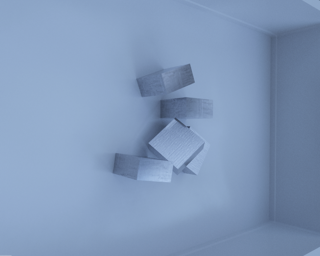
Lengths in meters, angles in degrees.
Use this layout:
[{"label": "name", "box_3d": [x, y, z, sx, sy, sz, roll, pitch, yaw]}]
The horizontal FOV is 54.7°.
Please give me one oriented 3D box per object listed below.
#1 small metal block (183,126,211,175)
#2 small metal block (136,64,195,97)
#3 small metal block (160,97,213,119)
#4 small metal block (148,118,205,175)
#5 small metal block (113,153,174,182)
[{"label": "small metal block", "box_3d": [0.039, 0.032, 0.439, 0.050, 0.025, 0.050, 41, 65, -33]}, {"label": "small metal block", "box_3d": [0.007, -0.061, 0.396, 0.050, 0.050, 0.025, -27, 107, -37]}, {"label": "small metal block", "box_3d": [0.036, -0.026, 0.420, 0.050, 0.050, 0.025, 1, 89, -40]}, {"label": "small metal block", "box_3d": [0.021, 0.023, 0.400, 0.050, 0.050, 0.025, -43, 160, -18]}, {"label": "small metal block", "box_3d": [-0.020, 0.048, 0.373, 0.050, 0.050, 0.025, 12, 84, -39]}]
